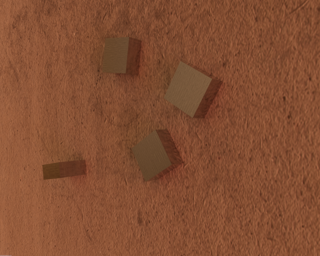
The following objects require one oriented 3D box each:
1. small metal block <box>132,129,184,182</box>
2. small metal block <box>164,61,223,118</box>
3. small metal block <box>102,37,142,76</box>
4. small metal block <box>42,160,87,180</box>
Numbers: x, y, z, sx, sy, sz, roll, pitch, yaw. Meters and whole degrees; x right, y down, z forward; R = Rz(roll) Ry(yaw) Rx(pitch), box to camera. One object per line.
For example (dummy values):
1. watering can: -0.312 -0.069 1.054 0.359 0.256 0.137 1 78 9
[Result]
1. small metal block: -0.004 0.036 0.408 0.050 0.025 0.050 -38 67 33
2. small metal block: 0.039 -0.046 0.373 0.050 0.025 0.050 38 113 33
3. small metal block: -0.056 -0.104 0.451 0.050 0.025 0.050 11 97 39
4. small metal block: -0.161 0.070 0.522 0.050 0.050 0.025 -12 83 39
